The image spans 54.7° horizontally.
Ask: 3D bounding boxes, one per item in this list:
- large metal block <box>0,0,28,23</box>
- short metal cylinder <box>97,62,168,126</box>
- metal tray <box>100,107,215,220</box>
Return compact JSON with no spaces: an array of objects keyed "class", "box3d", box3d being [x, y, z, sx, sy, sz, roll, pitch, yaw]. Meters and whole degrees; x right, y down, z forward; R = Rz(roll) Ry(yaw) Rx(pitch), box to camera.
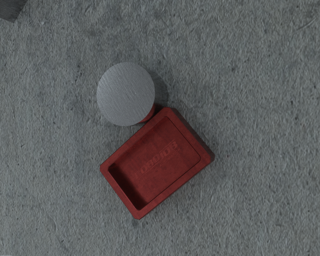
[{"class":"large metal block","box3d":[-0.247,-0.218,0.467,0.050,0.080,0.080,42,103,15]},{"class":"short metal cylinder","box3d":[-0.035,-0.042,0.408,0.080,0.050,0.080,0,90,20]},{"class":"metal tray","box3d":[-0.006,0.046,0.408,0.130,0.030,0.090,-42,77,15]}]
